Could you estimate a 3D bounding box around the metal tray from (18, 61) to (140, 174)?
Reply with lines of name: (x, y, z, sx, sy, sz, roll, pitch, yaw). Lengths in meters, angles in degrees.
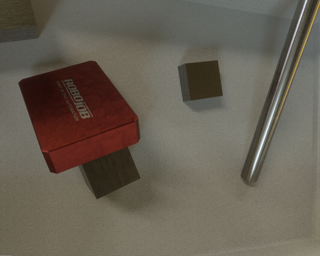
metal tray: (-0.088, -0.020, 0.327, 0.091, 0.130, 0.030, -21, 135, -19)

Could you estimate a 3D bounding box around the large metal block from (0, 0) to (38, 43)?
large metal block: (-0.183, -0.136, 0.330, 0.081, 0.050, 0.080, -14, 95, -20)

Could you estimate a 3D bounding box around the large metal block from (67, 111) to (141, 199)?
large metal block: (-0.071, 0.026, 0.356, 0.050, 0.080, 0.080, -24, 98, -19)

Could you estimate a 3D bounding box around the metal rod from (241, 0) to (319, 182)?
metal rod: (0.160, -0.060, 0.405, 0.025, 0.025, 0.298, 2, 115, -20)

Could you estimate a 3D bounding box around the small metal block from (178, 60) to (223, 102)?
small metal block: (0.056, -0.065, 0.433, 0.050, 0.025, 0.050, -10, 94, -20)
